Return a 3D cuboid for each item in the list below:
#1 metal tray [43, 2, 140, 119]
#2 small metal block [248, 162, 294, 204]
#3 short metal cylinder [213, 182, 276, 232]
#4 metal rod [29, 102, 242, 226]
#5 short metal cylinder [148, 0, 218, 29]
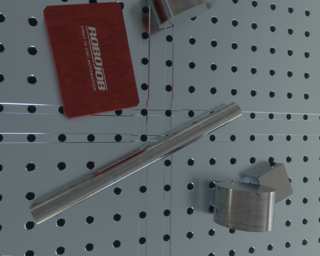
[{"bbox_3d":[-0.083,-0.082,0.379,0.091,0.030,0.129,-12,94,-20],"label":"metal tray"},{"bbox_3d":[0.170,0.086,0.475,0.050,0.025,0.050,-23,98,-19],"label":"small metal block"},{"bbox_3d":[0.115,0.105,0.426,0.081,0.080,0.050,5,89,-20],"label":"short metal cylinder"},{"bbox_3d":[-0.017,0.038,0.406,0.302,0.025,0.025,-27,99,-18],"label":"metal rod"},{"bbox_3d":[0.026,-0.167,0.393,0.081,0.080,0.050,-25,99,-18],"label":"short metal cylinder"}]
